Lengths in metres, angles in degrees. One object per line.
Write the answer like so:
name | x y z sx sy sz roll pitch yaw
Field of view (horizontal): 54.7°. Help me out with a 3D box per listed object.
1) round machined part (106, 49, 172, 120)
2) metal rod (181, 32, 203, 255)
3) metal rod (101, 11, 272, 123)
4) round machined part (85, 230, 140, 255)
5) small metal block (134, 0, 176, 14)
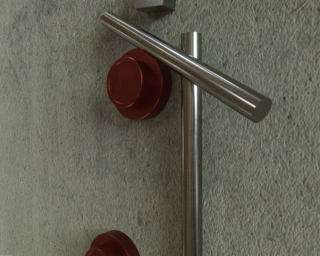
round machined part | -0.035 -0.060 0.423 0.098 0.042 0.097 0 90 40
metal rod | 0.038 0.037 0.373 0.025 0.025 0.298 0 90 40
metal rod | 0.006 -0.090 0.371 0.300 0.025 0.025 42 116 41
round machined part | -0.076 0.206 0.456 0.098 0.042 0.097 0 90 40
small metal block | -0.005 -0.182 0.409 0.050 0.025 0.050 11 97 39
